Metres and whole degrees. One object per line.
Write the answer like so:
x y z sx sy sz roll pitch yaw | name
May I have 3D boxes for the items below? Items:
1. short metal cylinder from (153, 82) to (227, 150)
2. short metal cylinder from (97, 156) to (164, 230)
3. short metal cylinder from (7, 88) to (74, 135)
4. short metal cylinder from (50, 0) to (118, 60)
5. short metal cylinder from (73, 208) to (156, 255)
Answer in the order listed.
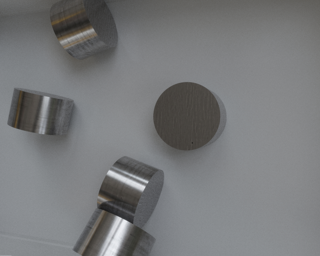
0.038 -0.014 0.384 0.080 0.050 0.080 0 90 20 | short metal cylinder
-0.035 0.082 0.394 0.050 0.080 0.080 20 97 19 | short metal cylinder
-0.169 -0.024 0.441 0.080 0.080 0.050 15 95 19 | short metal cylinder
-0.100 -0.138 0.416 0.050 0.080 0.080 -17 85 19 | short metal cylinder
-0.052 0.134 0.356 0.080 0.080 0.050 19 64 19 | short metal cylinder
